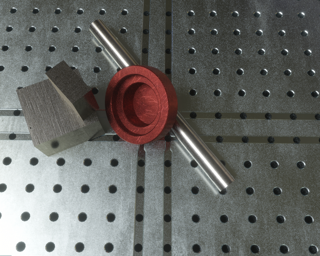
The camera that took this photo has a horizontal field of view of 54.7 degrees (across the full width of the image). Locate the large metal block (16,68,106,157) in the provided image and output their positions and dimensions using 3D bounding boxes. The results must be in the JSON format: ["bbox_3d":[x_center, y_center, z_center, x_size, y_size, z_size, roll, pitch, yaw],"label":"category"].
[{"bbox_3d":[-0.127,-0.020,0.404,0.080,0.050,0.080,-22,72,-8],"label":"large metal block"}]

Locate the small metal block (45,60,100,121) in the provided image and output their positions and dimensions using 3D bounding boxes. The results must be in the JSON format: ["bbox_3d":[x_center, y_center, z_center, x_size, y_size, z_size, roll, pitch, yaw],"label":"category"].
[{"bbox_3d":[-0.100,-0.042,0.360,0.025,0.050,0.050,-41,75,-14],"label":"small metal block"}]

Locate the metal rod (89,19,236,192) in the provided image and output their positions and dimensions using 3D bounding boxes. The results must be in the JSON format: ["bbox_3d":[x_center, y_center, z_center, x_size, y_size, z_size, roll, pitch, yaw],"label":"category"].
[{"bbox_3d":[-0.005,-0.041,0.426,0.025,0.025,0.300,-35,74,-12],"label":"metal rod"}]

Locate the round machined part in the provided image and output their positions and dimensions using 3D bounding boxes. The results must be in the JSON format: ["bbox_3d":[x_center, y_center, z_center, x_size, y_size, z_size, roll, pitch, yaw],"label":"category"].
[{"bbox_3d":[-0.020,-0.030,0.396,0.098,0.042,0.097,6,100,32],"label":"round machined part"}]
